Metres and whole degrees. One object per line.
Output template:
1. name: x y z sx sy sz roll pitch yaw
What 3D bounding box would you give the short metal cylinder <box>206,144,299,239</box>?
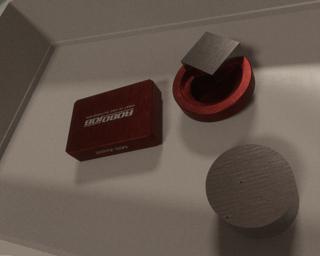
1. short metal cylinder: 0.091 0.062 0.303 0.080 0.050 0.080 -13 56 20

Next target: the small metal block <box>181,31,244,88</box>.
1. small metal block: 0.062 -0.082 0.369 0.050 0.025 0.050 34 80 38

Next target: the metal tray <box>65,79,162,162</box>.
1. metal tray: -0.063 -0.009 0.430 0.130 0.030 0.090 -13 56 20

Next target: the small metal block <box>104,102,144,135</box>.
1. small metal block: -0.050 -0.008 0.435 0.050 0.025 0.050 -13 56 20

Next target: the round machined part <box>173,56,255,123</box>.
1. round machined part: 0.069 -0.049 0.388 0.098 0.042 0.098 -13 56 20
